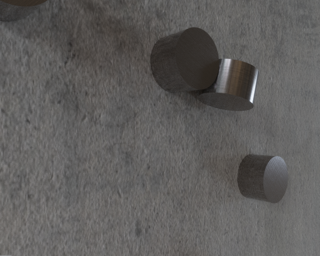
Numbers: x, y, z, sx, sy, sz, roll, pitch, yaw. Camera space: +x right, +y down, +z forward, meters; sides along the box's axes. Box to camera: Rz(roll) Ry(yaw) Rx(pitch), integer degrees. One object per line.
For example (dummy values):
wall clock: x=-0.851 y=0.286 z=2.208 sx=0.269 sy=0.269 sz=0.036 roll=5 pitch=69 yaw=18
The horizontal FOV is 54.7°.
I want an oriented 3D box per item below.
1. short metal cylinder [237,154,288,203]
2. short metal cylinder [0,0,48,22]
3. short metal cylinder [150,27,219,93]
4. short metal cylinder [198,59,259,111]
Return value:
short metal cylinder: x=0.181 y=0.087 z=0.544 sx=0.081 sy=0.050 sz=0.079 roll=0 pitch=90 yaw=-40
short metal cylinder: x=-0.137 y=-0.141 z=0.274 sx=0.081 sy=0.050 sz=0.079 roll=0 pitch=90 yaw=-40
short metal cylinder: x=0.034 y=-0.089 z=0.418 sx=0.081 sy=0.050 sz=0.079 roll=0 pitch=90 yaw=-39
short metal cylinder: x=0.101 y=-0.061 z=0.456 sx=0.080 sy=0.080 sz=0.050 roll=21 pitch=77 yaw=-39
